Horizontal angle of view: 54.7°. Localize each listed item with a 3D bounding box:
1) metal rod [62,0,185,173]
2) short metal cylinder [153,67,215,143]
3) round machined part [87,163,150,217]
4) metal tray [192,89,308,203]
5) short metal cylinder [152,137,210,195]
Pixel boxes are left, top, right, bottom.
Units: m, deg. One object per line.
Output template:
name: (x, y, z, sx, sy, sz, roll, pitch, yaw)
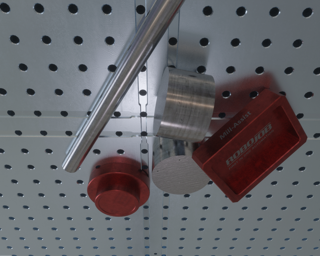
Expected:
metal rod: (-0.056, -0.042, 0.375, 0.025, 0.025, 0.298, 24, 126, -20)
short metal cylinder: (0.025, -0.026, 0.354, 0.050, 0.080, 0.079, 10, 130, -8)
round machined part: (-0.065, 0.103, 0.488, 0.099, 0.042, 0.097, 0, 130, 0)
metal tray: (0.116, 0.025, 0.396, 0.130, 0.030, 0.090, -42, 122, 1)
short metal cylinder: (0.029, 0.049, 0.437, 0.081, 0.050, 0.079, 0, 130, 0)
